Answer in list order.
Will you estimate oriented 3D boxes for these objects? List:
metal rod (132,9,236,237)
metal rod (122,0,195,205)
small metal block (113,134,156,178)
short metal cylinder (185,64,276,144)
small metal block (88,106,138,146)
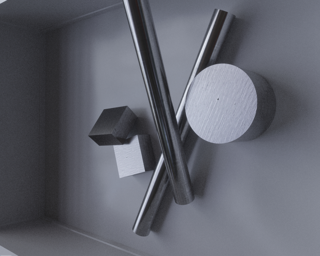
[{"bbox_3d":[0.023,0.006,0.385,0.025,0.025,0.298,31,109,35],"label":"metal rod"},{"bbox_3d":[-0.004,-0.048,0.331,0.025,0.025,0.298,3,116,39],"label":"metal rod"},{"bbox_3d":[-0.035,0.040,0.434,0.050,0.025,0.050,-20,77,38],"label":"small metal block"},{"bbox_3d":[0.074,-0.024,0.328,0.080,0.050,0.079,0,90,39],"label":"short metal cylinder"},{"bbox_3d":[-0.067,-0.003,0.443,0.050,0.025,0.050,-5,48,39],"label":"small metal block"}]
